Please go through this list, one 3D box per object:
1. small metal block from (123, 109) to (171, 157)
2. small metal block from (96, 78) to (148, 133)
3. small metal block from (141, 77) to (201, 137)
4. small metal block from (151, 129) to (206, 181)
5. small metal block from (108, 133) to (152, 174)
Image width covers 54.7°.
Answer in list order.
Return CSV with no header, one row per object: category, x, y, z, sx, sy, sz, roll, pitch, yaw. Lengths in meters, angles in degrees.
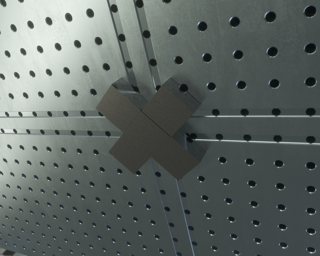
small metal block,-0.013,0.003,0.417,0.050,0.025,0.050,41,129,-1
small metal block,-0.051,-0.030,0.418,0.050,0.025,0.050,42,129,-1
small metal block,0.014,-0.025,0.387,0.050,0.025,0.050,41,129,-1
small metal block,0.025,0.036,0.419,0.050,0.025,0.050,42,129,-1
small metal block,-0.039,0.032,0.450,0.050,0.025,0.050,41,129,-1
